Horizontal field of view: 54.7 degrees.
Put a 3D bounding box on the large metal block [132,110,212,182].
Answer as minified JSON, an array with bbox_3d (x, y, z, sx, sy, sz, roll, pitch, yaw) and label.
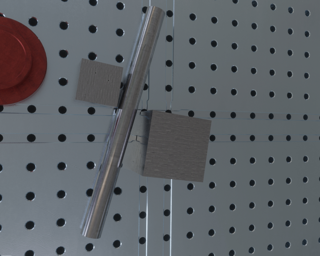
[{"bbox_3d":[0.015,0.024,0.405,0.081,0.050,0.080,9,87,-20],"label":"large metal block"}]

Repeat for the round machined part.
[{"bbox_3d":[-0.176,-0.074,0.339,0.099,0.042,0.097,0,90,-20],"label":"round machined part"}]

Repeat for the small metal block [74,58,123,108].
[{"bbox_3d":[-0.077,-0.054,0.384,0.050,0.025,0.050,9,87,-20],"label":"small metal block"}]

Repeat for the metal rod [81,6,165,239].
[{"bbox_3d":[-0.045,-0.012,0.395,0.025,0.025,0.299,18,84,-19],"label":"metal rod"}]
